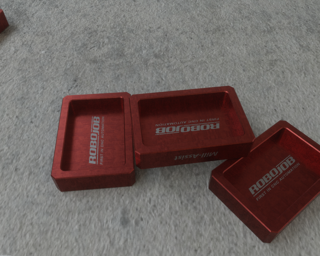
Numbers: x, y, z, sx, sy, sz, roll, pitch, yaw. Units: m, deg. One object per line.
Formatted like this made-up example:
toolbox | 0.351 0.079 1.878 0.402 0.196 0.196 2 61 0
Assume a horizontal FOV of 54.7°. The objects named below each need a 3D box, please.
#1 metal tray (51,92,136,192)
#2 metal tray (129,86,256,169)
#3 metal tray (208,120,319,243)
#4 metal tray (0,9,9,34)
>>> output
metal tray | -0.079 0.012 0.388 0.091 0.030 0.130 -4 50 -4
metal tray | 0.033 -0.004 0.363 0.131 0.030 0.090 -6 50 -6
metal tray | 0.133 0.054 0.355 0.131 0.030 0.090 -31 57 -24
metal tray | -0.353 -0.183 0.548 0.131 0.030 0.090 11 51 9
